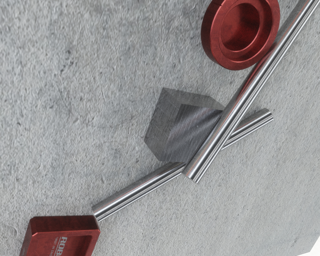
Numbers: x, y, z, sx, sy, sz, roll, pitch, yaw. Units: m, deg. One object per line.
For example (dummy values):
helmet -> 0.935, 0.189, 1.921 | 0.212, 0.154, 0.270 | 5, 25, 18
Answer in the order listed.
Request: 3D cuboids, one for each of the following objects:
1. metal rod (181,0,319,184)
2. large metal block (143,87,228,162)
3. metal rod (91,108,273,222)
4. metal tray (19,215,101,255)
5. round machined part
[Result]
metal rod -> 0.121, -0.060, 0.390 | 0.300, 0.025, 0.025 | -54, 130, -9
large metal block -> 0.035, -0.002, 0.411 | 0.081, 0.050, 0.079 | 7, 115, -32
metal rod -> 0.040, 0.050, 0.461 | 0.302, 0.025, 0.025 | -29, 129, -11
metal tray -> -0.148, 0.184, 0.437 | 0.091, 0.030, 0.129 | 9, 114, -33
round machined part -> 0.091, -0.122, 0.371 | 0.099, 0.042, 0.097 | -14, 124, -21
